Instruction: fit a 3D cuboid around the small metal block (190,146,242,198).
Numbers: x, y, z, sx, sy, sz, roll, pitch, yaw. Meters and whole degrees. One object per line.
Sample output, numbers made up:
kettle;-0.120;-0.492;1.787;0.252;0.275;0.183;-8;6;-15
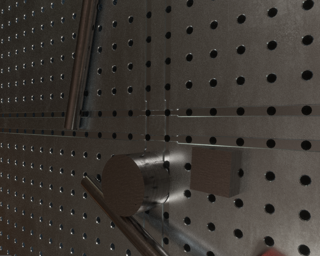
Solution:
small metal block;0.064;0.048;0.356;0.050;0.025;0.050;5;93;39

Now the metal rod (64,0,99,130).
metal rod;-0.123;-0.144;0.507;0.025;0.025;0.298;18;101;38

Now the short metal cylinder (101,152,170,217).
short metal cylinder;-0.033;0.074;0.419;0.080;0.050;0.079;0;90;39

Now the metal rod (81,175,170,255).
metal rod;-0.023;0.147;0.404;0.300;0.025;0.025;33;110;42
